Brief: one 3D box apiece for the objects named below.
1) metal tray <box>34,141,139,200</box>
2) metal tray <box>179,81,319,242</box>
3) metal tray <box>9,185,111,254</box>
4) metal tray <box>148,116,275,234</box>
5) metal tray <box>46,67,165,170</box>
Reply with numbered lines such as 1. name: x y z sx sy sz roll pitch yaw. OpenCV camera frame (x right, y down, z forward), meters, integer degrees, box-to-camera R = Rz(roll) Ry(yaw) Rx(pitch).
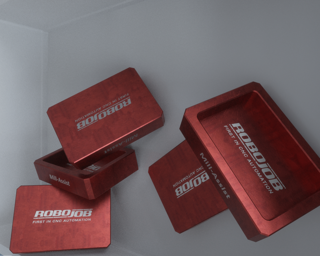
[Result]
1. metal tray: -0.108 0.054 0.450 0.130 0.091 0.030 8 116 39
2. metal tray: 0.089 0.025 0.291 0.130 0.091 0.030 60 161 23
3. metal tray: -0.137 0.128 0.445 0.030 0.131 0.090 113 156 -64
4. metal tray: 0.052 0.055 0.360 0.129 0.030 0.090 -40 66 32
5. metal tray: -0.071 -0.015 0.411 0.131 0.030 0.090 -29 65 -8
